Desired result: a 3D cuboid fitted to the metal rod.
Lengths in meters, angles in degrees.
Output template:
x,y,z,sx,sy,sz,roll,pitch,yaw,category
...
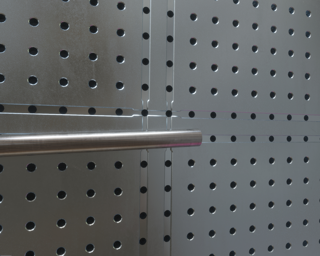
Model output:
x,y,z,sx,sy,sz,roll,pitch,yaw,category
-0.089,0.017,0.379,0.302,0.025,0.025,-2,91,-20,metal rod
